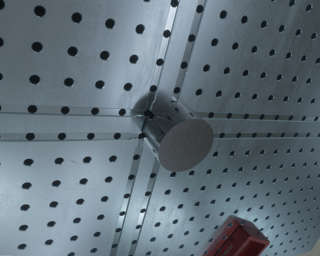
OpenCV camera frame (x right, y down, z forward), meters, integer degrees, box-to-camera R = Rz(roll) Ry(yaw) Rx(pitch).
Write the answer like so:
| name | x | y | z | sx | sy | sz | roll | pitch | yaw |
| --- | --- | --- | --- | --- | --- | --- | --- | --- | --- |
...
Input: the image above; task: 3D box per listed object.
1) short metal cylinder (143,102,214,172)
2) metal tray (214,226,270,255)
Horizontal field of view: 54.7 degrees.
| name | x | y | z | sx | sy | sz | roll | pitch | yaw |
| --- | --- | --- | --- | --- | --- | --- | --- | --- | --- |
| short metal cylinder | 0.024 | 0.012 | 0.415 | 0.081 | 0.050 | 0.079 | -14 | 124 | -21 |
| metal tray | 0.167 | 0.277 | 0.670 | 0.090 | 0.030 | 0.130 | 28 | 103 | -38 |
